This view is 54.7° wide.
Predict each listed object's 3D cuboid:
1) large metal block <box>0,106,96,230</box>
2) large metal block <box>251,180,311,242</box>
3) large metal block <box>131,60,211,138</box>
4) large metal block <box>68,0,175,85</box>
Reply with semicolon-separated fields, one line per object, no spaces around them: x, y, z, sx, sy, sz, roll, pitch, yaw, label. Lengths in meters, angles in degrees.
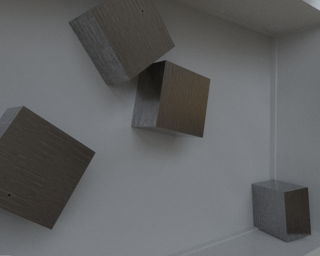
-0.122;0.036;0.288;0.080;0.050;0.080;40;66;-33;large metal block
0.207;0.139;0.536;0.050;0.080;0.079;-5;92;-22;large metal block
0.015;-0.034;0.403;0.081;0.050;0.080;14;81;-39;large metal block
-0.041;-0.107;0.356;0.080;0.050;0.080;-44;117;-31;large metal block
